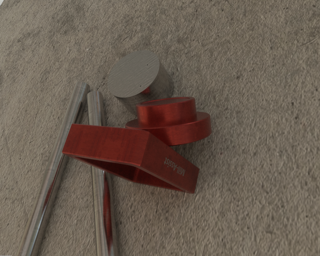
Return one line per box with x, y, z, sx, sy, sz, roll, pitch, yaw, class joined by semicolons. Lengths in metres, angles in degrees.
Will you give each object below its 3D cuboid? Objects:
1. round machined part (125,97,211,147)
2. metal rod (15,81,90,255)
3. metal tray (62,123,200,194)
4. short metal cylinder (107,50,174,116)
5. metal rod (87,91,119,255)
0.008;-0.011;0.358;0.098;0.099;0.042;-1;102;27;round machined part
-0.151;0.062;0.445;0.025;0.025;0.300;-4;60;26;metal rod
-0.024;0.035;0.326;0.090;0.130;0.030;5;71;30;metal tray
-0.027;-0.063;0.441;0.080;0.050;0.080;-13;56;21;short metal cylinder
-0.075;0.069;0.400;0.025;0.025;0.299;-23;53;14;metal rod
